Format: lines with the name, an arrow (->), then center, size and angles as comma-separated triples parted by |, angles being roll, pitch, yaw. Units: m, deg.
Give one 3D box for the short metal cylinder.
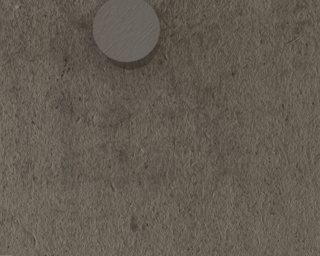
short metal cylinder -> -0.040, -0.119, 0.397 | 0.080, 0.050, 0.080 | 0, 90, 0
